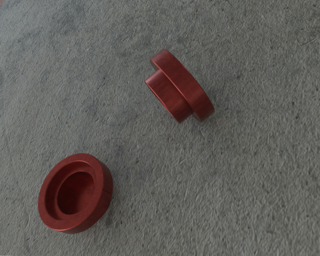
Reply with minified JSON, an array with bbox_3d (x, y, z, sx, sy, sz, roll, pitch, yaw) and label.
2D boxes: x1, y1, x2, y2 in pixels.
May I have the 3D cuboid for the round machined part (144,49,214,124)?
[{"bbox_3d":[0.018,-0.044,0.374,0.042,0.098,0.098,-40,51,2],"label":"round machined part"}]

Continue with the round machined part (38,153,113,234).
[{"bbox_3d":[-0.101,0.085,0.394,0.098,0.042,0.098,-13,56,21],"label":"round machined part"}]
